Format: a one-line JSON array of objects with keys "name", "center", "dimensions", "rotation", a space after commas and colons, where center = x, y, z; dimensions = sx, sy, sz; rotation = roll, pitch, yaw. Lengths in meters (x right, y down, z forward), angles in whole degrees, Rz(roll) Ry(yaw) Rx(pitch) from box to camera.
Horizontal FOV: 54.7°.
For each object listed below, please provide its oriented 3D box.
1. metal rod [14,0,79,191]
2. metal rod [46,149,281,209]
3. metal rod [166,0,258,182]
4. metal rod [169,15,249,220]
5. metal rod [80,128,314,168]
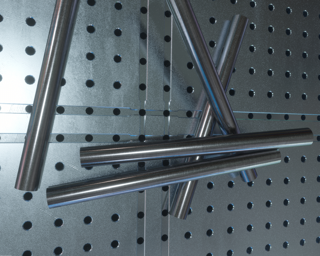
[{"name": "metal rod", "center": [-0.126, -0.076, 0.366], "dimensions": [0.025, 0.025, 0.298], "rotation": [12, 86, -20]}, {"name": "metal rod", "center": [0.015, 0.060, 0.397], "dimensions": [0.302, 0.025, 0.025], "rotation": [-9, 93, -12]}, {"name": "metal rod", "center": [0.070, -0.050, 0.404], "dimensions": [0.025, 0.025, 0.299], "rotation": [-34, 114, -17]}, {"name": "metal rod", "center": [0.071, -0.020, 0.440], "dimensions": [0.025, 0.025, 0.299], "rotation": [21, 83, -19]}, {"name": "metal rod", "center": [0.053, 0.024, 0.401], "dimensions": [0.302, 0.025, 0.025], "rotation": [-5, 92, -8]}]
